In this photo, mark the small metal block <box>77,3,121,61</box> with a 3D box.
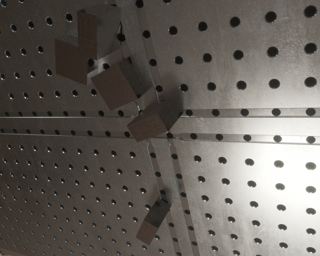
[{"bbox_3d":[-0.070,-0.113,0.360,0.025,0.050,0.050,19,126,17],"label":"small metal block"}]

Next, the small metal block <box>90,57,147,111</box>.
[{"bbox_3d":[-0.054,-0.056,0.403,0.050,0.025,0.050,-19,109,35],"label":"small metal block"}]

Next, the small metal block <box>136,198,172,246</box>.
[{"bbox_3d":[-0.010,0.148,0.491,0.025,0.050,0.050,29,128,10],"label":"small metal block"}]

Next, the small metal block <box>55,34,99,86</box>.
[{"bbox_3d":[-0.110,-0.091,0.411,0.050,0.025,0.050,22,127,14],"label":"small metal block"}]

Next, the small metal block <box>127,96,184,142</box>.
[{"bbox_3d":[-0.005,-0.011,0.390,0.050,0.050,0.025,-20,108,35],"label":"small metal block"}]
